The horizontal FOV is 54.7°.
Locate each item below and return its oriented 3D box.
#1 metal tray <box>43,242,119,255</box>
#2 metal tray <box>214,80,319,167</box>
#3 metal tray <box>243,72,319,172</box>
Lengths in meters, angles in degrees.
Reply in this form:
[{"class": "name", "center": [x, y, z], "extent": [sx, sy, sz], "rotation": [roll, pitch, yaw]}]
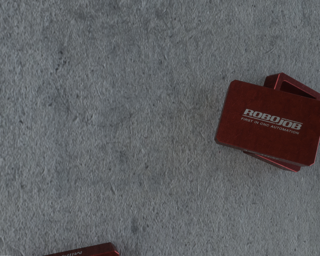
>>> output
[{"class": "metal tray", "center": [-0.113, 0.196, 0.364], "extent": [0.131, 0.030, 0.089], "rotation": [-5, 92, -20]}, {"class": "metal tray", "center": [0.150, -0.007, 0.429], "extent": [0.131, 0.030, 0.090], "rotation": [15, 82, 6]}, {"class": "metal tray", "center": [0.189, -0.008, 0.475], "extent": [0.091, 0.030, 0.130], "rotation": [23, 82, -19]}]
